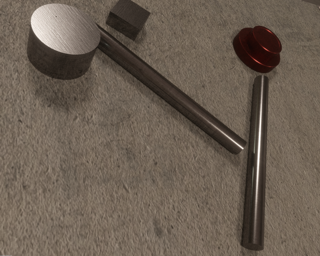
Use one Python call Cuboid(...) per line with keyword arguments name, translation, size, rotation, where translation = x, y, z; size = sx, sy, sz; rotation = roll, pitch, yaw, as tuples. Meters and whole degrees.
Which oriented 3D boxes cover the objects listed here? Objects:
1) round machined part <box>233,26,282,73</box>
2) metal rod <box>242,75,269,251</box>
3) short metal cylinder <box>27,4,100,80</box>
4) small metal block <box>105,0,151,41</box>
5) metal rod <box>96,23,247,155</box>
Cuboid(name="round machined part", translation=(0.194, -0.157, 0.596), size=(0.099, 0.042, 0.098), rotation=(14, 56, -21))
Cuboid(name="metal rod", translation=(0.148, 0.030, 0.467), size=(0.025, 0.025, 0.300), rotation=(26, 52, -13))
Cuboid(name="short metal cylinder", translation=(-0.121, -0.108, 0.389), size=(0.081, 0.050, 0.080), rotation=(14, 56, -21))
Cuboid(name="small metal block", translation=(-0.049, -0.172, 0.484), size=(0.050, 0.025, 0.050), rotation=(30, 52, -9))
Cuboid(name="metal rod", translation=(-0.001, -0.063, 0.443), size=(0.301, 0.025, 0.025), rotation=(38, 51, -3))
